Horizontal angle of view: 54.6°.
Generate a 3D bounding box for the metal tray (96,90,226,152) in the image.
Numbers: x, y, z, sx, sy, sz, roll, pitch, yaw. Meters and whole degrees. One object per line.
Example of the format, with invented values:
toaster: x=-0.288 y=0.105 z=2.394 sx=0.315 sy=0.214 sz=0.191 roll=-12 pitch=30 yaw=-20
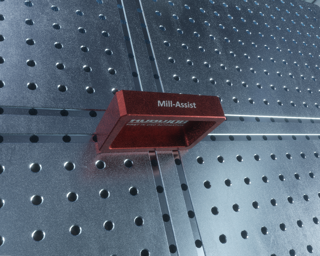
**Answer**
metal tray: x=0.000 y=-0.005 z=0.368 sx=0.131 sy=0.090 sz=0.030 roll=0 pitch=62 yaw=-28
